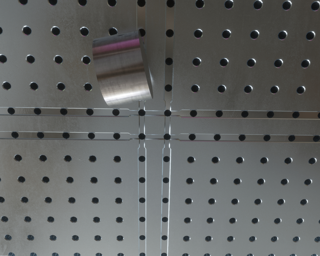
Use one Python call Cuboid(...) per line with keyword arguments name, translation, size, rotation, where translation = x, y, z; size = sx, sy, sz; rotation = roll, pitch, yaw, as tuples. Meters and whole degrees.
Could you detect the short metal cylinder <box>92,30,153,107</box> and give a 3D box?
Cuboid(name="short metal cylinder", translation=(-0.041, -0.068, 0.358), size=(0.050, 0.080, 0.079), rotation=(-11, 110, 3))
